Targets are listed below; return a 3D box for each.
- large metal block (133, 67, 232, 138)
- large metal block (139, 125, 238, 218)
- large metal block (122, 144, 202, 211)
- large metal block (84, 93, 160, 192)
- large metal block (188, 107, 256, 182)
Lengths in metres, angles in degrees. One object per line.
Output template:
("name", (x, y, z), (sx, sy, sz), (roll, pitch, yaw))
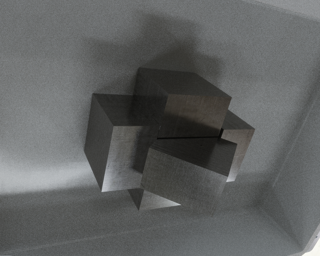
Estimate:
("large metal block", (0.022, -0.031, 0.364), (0.081, 0.080, 0.050), (0, 119, -28))
("large metal block", (0.034, 0.041, 0.342), (0.080, 0.080, 0.050), (-46, 153, -62))
("large metal block", (-0.001, 0.057, 0.406), (0.081, 0.080, 0.050), (0, 119, -28))
("large metal block", (-0.048, 0.014, 0.355), (0.050, 0.080, 0.079), (0, 119, -29))
("large metal block", (0.070, 0.018, 0.418), (0.050, 0.080, 0.079), (0, 119, -29))
